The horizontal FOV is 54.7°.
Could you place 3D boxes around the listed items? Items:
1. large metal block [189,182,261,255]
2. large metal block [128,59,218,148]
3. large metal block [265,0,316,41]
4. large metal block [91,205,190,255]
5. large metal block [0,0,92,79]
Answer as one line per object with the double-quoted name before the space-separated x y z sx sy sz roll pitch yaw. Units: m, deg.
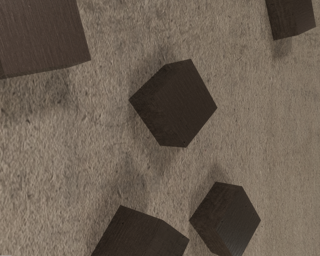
"large metal block" 0.102 0.143 0.477 0.080 0.050 0.080 -48 119 -30
"large metal block" 0.020 -0.032 0.407 0.080 0.050 0.080 -49 119 -29
"large metal block" 0.258 -0.225 0.608 0.081 0.050 0.080 -29 109 -36
"large metal block" -0.026 0.142 0.349 0.050 0.080 0.080 45 63 -31
"large metal block" -0.121 -0.093 0.288 0.081 0.050 0.079 -21 104 -38
